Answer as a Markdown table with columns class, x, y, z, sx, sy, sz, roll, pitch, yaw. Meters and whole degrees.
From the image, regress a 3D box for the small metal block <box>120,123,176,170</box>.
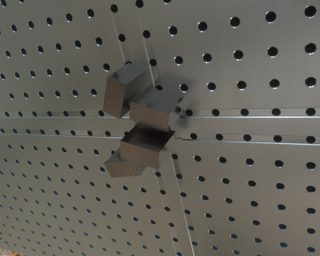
| class | x | y | z | sx | sy | sz | roll | pitch | yaw |
| --- | --- | --- | --- | --- | --- | --- | --- | --- | --- |
| small metal block | -0.014 | 0.020 | 0.381 | 0.050 | 0.050 | 0.025 | 16 | 125 | 19 |

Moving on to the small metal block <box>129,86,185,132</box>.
| class | x | y | z | sx | sy | sz | roll | pitch | yaw |
| --- | --- | --- | --- | --- | --- | --- | --- | --- | --- |
| small metal block | -0.003 | -0.025 | 0.380 | 0.050 | 0.050 | 0.025 | 18 | 125 | 17 |

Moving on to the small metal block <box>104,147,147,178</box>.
| class | x | y | z | sx | sy | sz | roll | pitch | yaw |
| --- | --- | --- | --- | --- | --- | --- | --- | --- | --- |
| small metal block | -0.042 | 0.045 | 0.444 | 0.050 | 0.050 | 0.025 | -10 | 114 | 32 |

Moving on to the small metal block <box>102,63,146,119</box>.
| class | x | y | z | sx | sy | sz | roll | pitch | yaw |
| --- | --- | --- | --- | --- | --- | --- | --- | --- | --- |
| small metal block | -0.045 | -0.047 | 0.388 | 0.025 | 0.050 | 0.050 | 26 | 127 | 12 |

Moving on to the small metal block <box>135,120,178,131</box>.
| class | x | y | z | sx | sy | sz | roll | pitch | yaw |
| --- | --- | --- | --- | --- | --- | --- | --- | --- | --- |
| small metal block | -0.007 | 0.004 | 0.416 | 0.050 | 0.025 | 0.050 | 21 | 126 | 15 |
